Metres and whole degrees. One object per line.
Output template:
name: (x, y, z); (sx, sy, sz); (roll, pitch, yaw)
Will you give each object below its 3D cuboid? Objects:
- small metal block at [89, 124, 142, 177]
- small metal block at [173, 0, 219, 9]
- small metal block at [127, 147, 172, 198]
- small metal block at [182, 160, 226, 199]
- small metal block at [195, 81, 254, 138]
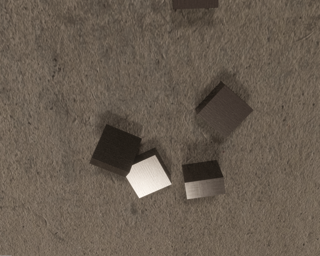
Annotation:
small metal block: (-0.058, 0.030, 0.405); (0.050, 0.050, 0.025); (23, 152, -9)
small metal block: (0.039, -0.162, 0.351); (0.050, 0.025, 0.050); (-2, 110, 0)
small metal block: (-0.018, 0.063, 0.433); (0.050, 0.025, 0.050); (-25, 109, 8)
small metal block: (0.058, 0.069, 0.423); (0.050, 0.050, 0.025); (-9, 110, 3)
small metal block: (0.083, -0.024, 0.402); (0.050, 0.025, 0.050); (38, 105, -13)
